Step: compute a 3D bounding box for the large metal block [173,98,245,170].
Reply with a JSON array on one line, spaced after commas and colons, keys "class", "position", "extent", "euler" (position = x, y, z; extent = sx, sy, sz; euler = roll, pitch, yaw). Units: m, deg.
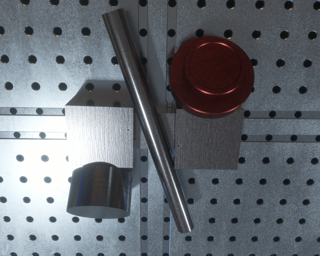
[{"class": "large metal block", "position": [0.059, 0.007, 0.404], "extent": [0.081, 0.050, 0.079], "euler": [1, 110, -1]}]

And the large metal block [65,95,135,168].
[{"class": "large metal block", "position": [-0.073, 0.003, 0.401], "extent": [0.081, 0.050, 0.079], "euler": [2, 110, -1]}]

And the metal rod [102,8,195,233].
[{"class": "metal rod", "position": [-0.008, 0.006, 0.388], "extent": [0.025, 0.025, 0.298], "euler": [-16, 110, 6]}]

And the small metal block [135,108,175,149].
[{"class": "small metal block", "position": [-0.006, 0.000, 0.414], "extent": [0.050, 0.025, 0.050], "euler": [1, 110, -1]}]

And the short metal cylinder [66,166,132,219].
[{"class": "short metal cylinder", "position": [-0.078, 0.087, 0.408], "extent": [0.080, 0.050, 0.080], "euler": [1, 153, 1]}]

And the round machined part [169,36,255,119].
[{"class": "round machined part", "position": [0.060, -0.063, 0.355], "extent": [0.099, 0.042, 0.098], "euler": [0, 75, -1]}]
